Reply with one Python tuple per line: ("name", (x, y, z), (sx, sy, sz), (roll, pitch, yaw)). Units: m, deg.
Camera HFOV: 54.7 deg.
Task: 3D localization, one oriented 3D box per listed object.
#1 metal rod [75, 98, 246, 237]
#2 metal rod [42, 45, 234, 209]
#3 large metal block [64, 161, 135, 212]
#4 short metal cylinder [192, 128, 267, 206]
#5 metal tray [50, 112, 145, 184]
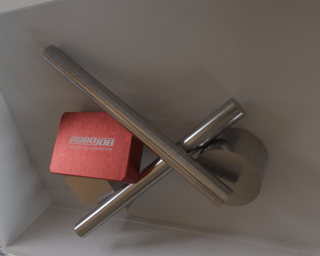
("metal rod", (-0.015, 0.065, 0.406), (0.299, 0.025, 0.025), (-41, 95, 25))
("metal rod", (-0.039, -0.012, 0.380), (0.300, 0.025, 0.025), (39, 130, 17))
("large metal block", (-0.088, 0.086, 0.484), (0.080, 0.050, 0.080), (-21, 108, 35))
("short metal cylinder", (0.085, 0.047, 0.373), (0.080, 0.050, 0.079), (13, 124, 20))
("metal tray", (-0.086, 0.024, 0.426), (0.130, 0.030, 0.090), (1, 75, 29))
